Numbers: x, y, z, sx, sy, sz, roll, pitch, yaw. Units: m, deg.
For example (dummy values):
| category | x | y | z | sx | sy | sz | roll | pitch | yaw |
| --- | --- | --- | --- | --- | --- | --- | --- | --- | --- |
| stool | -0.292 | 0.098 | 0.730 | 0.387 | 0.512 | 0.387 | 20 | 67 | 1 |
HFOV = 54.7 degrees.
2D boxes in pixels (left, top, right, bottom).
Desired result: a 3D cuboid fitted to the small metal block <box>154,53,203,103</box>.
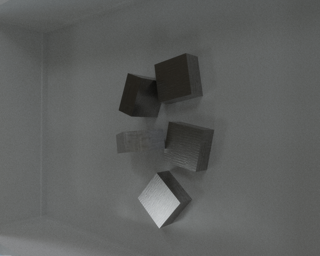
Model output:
| category | x | y | z | sx | sy | sz | roll | pitch | yaw |
| --- | --- | --- | --- | --- | --- | --- | --- | --- | --- |
| small metal block | 0.023 | -0.060 | 0.388 | 0.050 | 0.025 | 0.050 | -11 | 83 | 39 |

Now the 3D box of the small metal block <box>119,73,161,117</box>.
| category | x | y | z | sx | sy | sz | roll | pitch | yaw |
| --- | --- | --- | --- | --- | --- | --- | --- | --- | --- |
| small metal block | -0.022 | -0.042 | 0.409 | 0.025 | 0.050 | 0.050 | 26 | 106 | 37 |

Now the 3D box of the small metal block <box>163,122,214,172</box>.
| category | x | y | z | sx | sy | sz | roll | pitch | yaw |
| --- | --- | --- | --- | --- | --- | --- | --- | --- | --- |
| small metal block | 0.034 | 0.021 | 0.379 | 0.050 | 0.025 | 0.050 | 15 | 100 | 39 |

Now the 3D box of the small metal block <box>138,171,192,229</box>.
| category | x | y | z | sx | sy | sz | roll | pitch | yaw |
| --- | --- | --- | --- | --- | --- | --- | --- | --- | --- |
| small metal block | 0.005 | 0.092 | 0.403 | 0.050 | 0.025 | 0.050 | 49 | 119 | 29 |

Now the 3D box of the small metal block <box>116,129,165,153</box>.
| category | x | y | z | sx | sy | sz | roll | pitch | yaw |
| --- | --- | --- | --- | --- | --- | --- | --- | --- | --- |
| small metal block | -0.026 | 0.018 | 0.400 | 0.050 | 0.050 | 0.025 | 162 | 103 | -71 |
